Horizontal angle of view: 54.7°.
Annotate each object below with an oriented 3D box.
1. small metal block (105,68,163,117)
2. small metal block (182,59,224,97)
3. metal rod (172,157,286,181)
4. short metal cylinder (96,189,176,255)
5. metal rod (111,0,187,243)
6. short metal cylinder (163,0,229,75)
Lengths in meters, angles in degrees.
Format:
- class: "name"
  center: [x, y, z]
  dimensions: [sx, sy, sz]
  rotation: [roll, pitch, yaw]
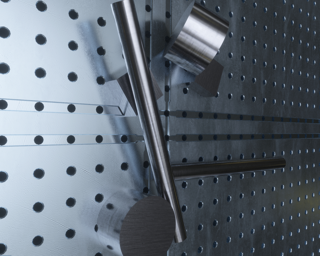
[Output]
- class: "small metal block"
  center: [-0.031, -0.049, 0.383]
  dimensions: [0.050, 0.025, 0.050]
  rotation: [-42, 116, -32]
- class: "small metal block"
  center: [0.065, -0.080, 0.463]
  dimensions: [0.050, 0.025, 0.050]
  rotation: [27, 73, -37]
- class: "metal rod"
  center: [0.119, 0.064, 0.508]
  dimensions: [0.302, 0.025, 0.025]
  rotation: [2, 89, -40]
- class: "short metal cylinder"
  center: [-0.028, 0.117, 0.370]
  dimensions: [0.081, 0.050, 0.079]
  rotation: [0, 90, -40]
- class: "metal rod"
  center: [-0.008, 0.005, 0.372]
  dimensions: [0.025, 0.025, 0.298]
  rotation: [-26, 110, -37]
- class: "short metal cylinder"
  center: [0.045, -0.116, 0.402]
  dimensions: [0.050, 0.080, 0.080]
  rotation: [27, 72, -12]
